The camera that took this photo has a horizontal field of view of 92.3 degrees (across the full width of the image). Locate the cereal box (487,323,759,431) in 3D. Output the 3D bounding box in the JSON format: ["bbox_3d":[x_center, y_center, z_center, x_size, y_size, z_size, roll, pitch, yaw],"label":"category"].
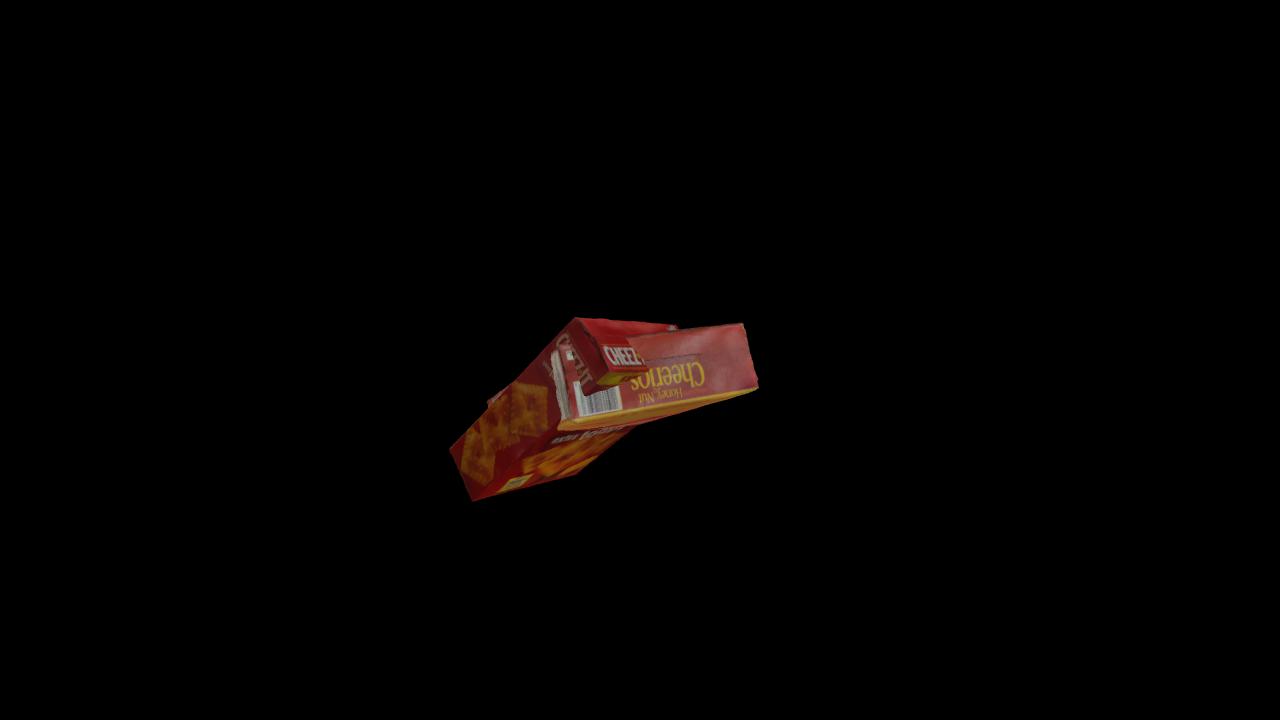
[{"bbox_3d":[-0.039,0.041,0.696,0.203,0.081,0.306,-8,-10,-27],"label":"cereal box"}]

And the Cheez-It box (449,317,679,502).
[{"bbox_3d":[-0.064,0.050,0.632,0.223,0.071,0.166,-42,-22,27],"label":"Cheez-It box"}]
